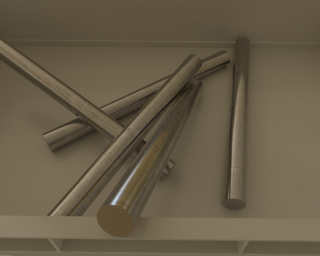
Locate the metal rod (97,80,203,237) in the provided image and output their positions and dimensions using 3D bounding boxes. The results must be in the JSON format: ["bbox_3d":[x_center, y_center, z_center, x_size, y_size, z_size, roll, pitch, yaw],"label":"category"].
[{"bbox_3d":[0.012,-0.001,0.325,0.025,0.025,0.301,13,26,11],"label":"metal rod"}]

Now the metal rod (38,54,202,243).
[{"bbox_3d":[-0.023,-0.002,0.360,0.025,0.025,0.301,23,50,18],"label":"metal rod"}]

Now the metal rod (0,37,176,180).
[{"bbox_3d":[-0.109,-0.033,0.392,0.300,0.025,0.025,35,57,11],"label":"metal rod"}]

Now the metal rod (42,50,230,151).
[{"bbox_3d":[-0.018,-0.048,0.444,0.302,0.025,0.025,-28,56,-22],"label":"metal rod"}]

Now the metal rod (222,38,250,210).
[{"bbox_3d":[0.110,-0.030,0.430,0.025,0.025,0.300,9,50,7],"label":"metal rod"}]
